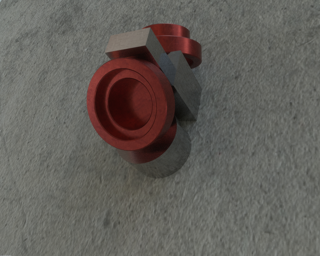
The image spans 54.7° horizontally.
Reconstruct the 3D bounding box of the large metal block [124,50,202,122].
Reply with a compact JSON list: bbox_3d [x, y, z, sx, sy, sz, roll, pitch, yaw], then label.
[{"bbox_3d":[0.000,-0.049,0.398,0.080,0.080,0.050,-2,61,27],"label":"large metal block"}]

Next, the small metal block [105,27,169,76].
[{"bbox_3d":[-0.024,-0.081,0.347,0.050,0.050,0.025,-3,60,27],"label":"small metal block"}]

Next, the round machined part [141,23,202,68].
[{"bbox_3d":[0.006,-0.107,0.415,0.098,0.098,0.042,-2,86,27],"label":"round machined part"}]

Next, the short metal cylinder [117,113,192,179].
[{"bbox_3d":[-0.007,0.017,0.383,0.080,0.050,0.080,-13,56,20],"label":"short metal cylinder"}]

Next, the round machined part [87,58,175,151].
[{"bbox_3d":[-0.028,-0.027,0.339,0.098,0.042,0.097,6,103,26],"label":"round machined part"}]
